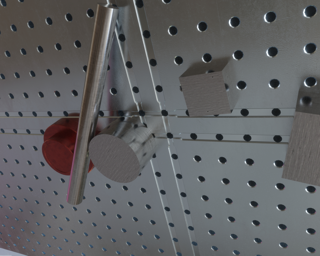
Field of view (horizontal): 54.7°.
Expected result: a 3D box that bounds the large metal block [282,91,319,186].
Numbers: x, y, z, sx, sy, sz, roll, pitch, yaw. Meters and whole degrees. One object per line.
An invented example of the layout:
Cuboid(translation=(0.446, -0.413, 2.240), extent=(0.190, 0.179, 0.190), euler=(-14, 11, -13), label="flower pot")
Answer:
Cuboid(translation=(0.174, 0.014, 0.312), extent=(0.080, 0.050, 0.079), euler=(11, 123, 22), label="large metal block")

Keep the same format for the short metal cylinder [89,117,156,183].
Cuboid(translation=(-0.053, 0.031, 0.440), extent=(0.080, 0.050, 0.079), euler=(13, 124, 20), label="short metal cylinder")

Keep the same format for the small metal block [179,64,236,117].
Cuboid(translation=(0.055, -0.042, 0.355), extent=(0.050, 0.025, 0.050), euler=(-4, 117, 29), label="small metal block")

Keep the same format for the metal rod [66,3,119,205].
Cuboid(translation=(-0.098, -0.013, 0.423), extent=(0.025, 0.025, 0.298), euler=(24, 118, 13), label="metal rod")

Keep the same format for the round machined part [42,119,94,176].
Cuboid(translation=(-0.149, 0.037, 0.500), extent=(0.098, 0.042, 0.097), euler=(13, 124, 20), label="round machined part")
